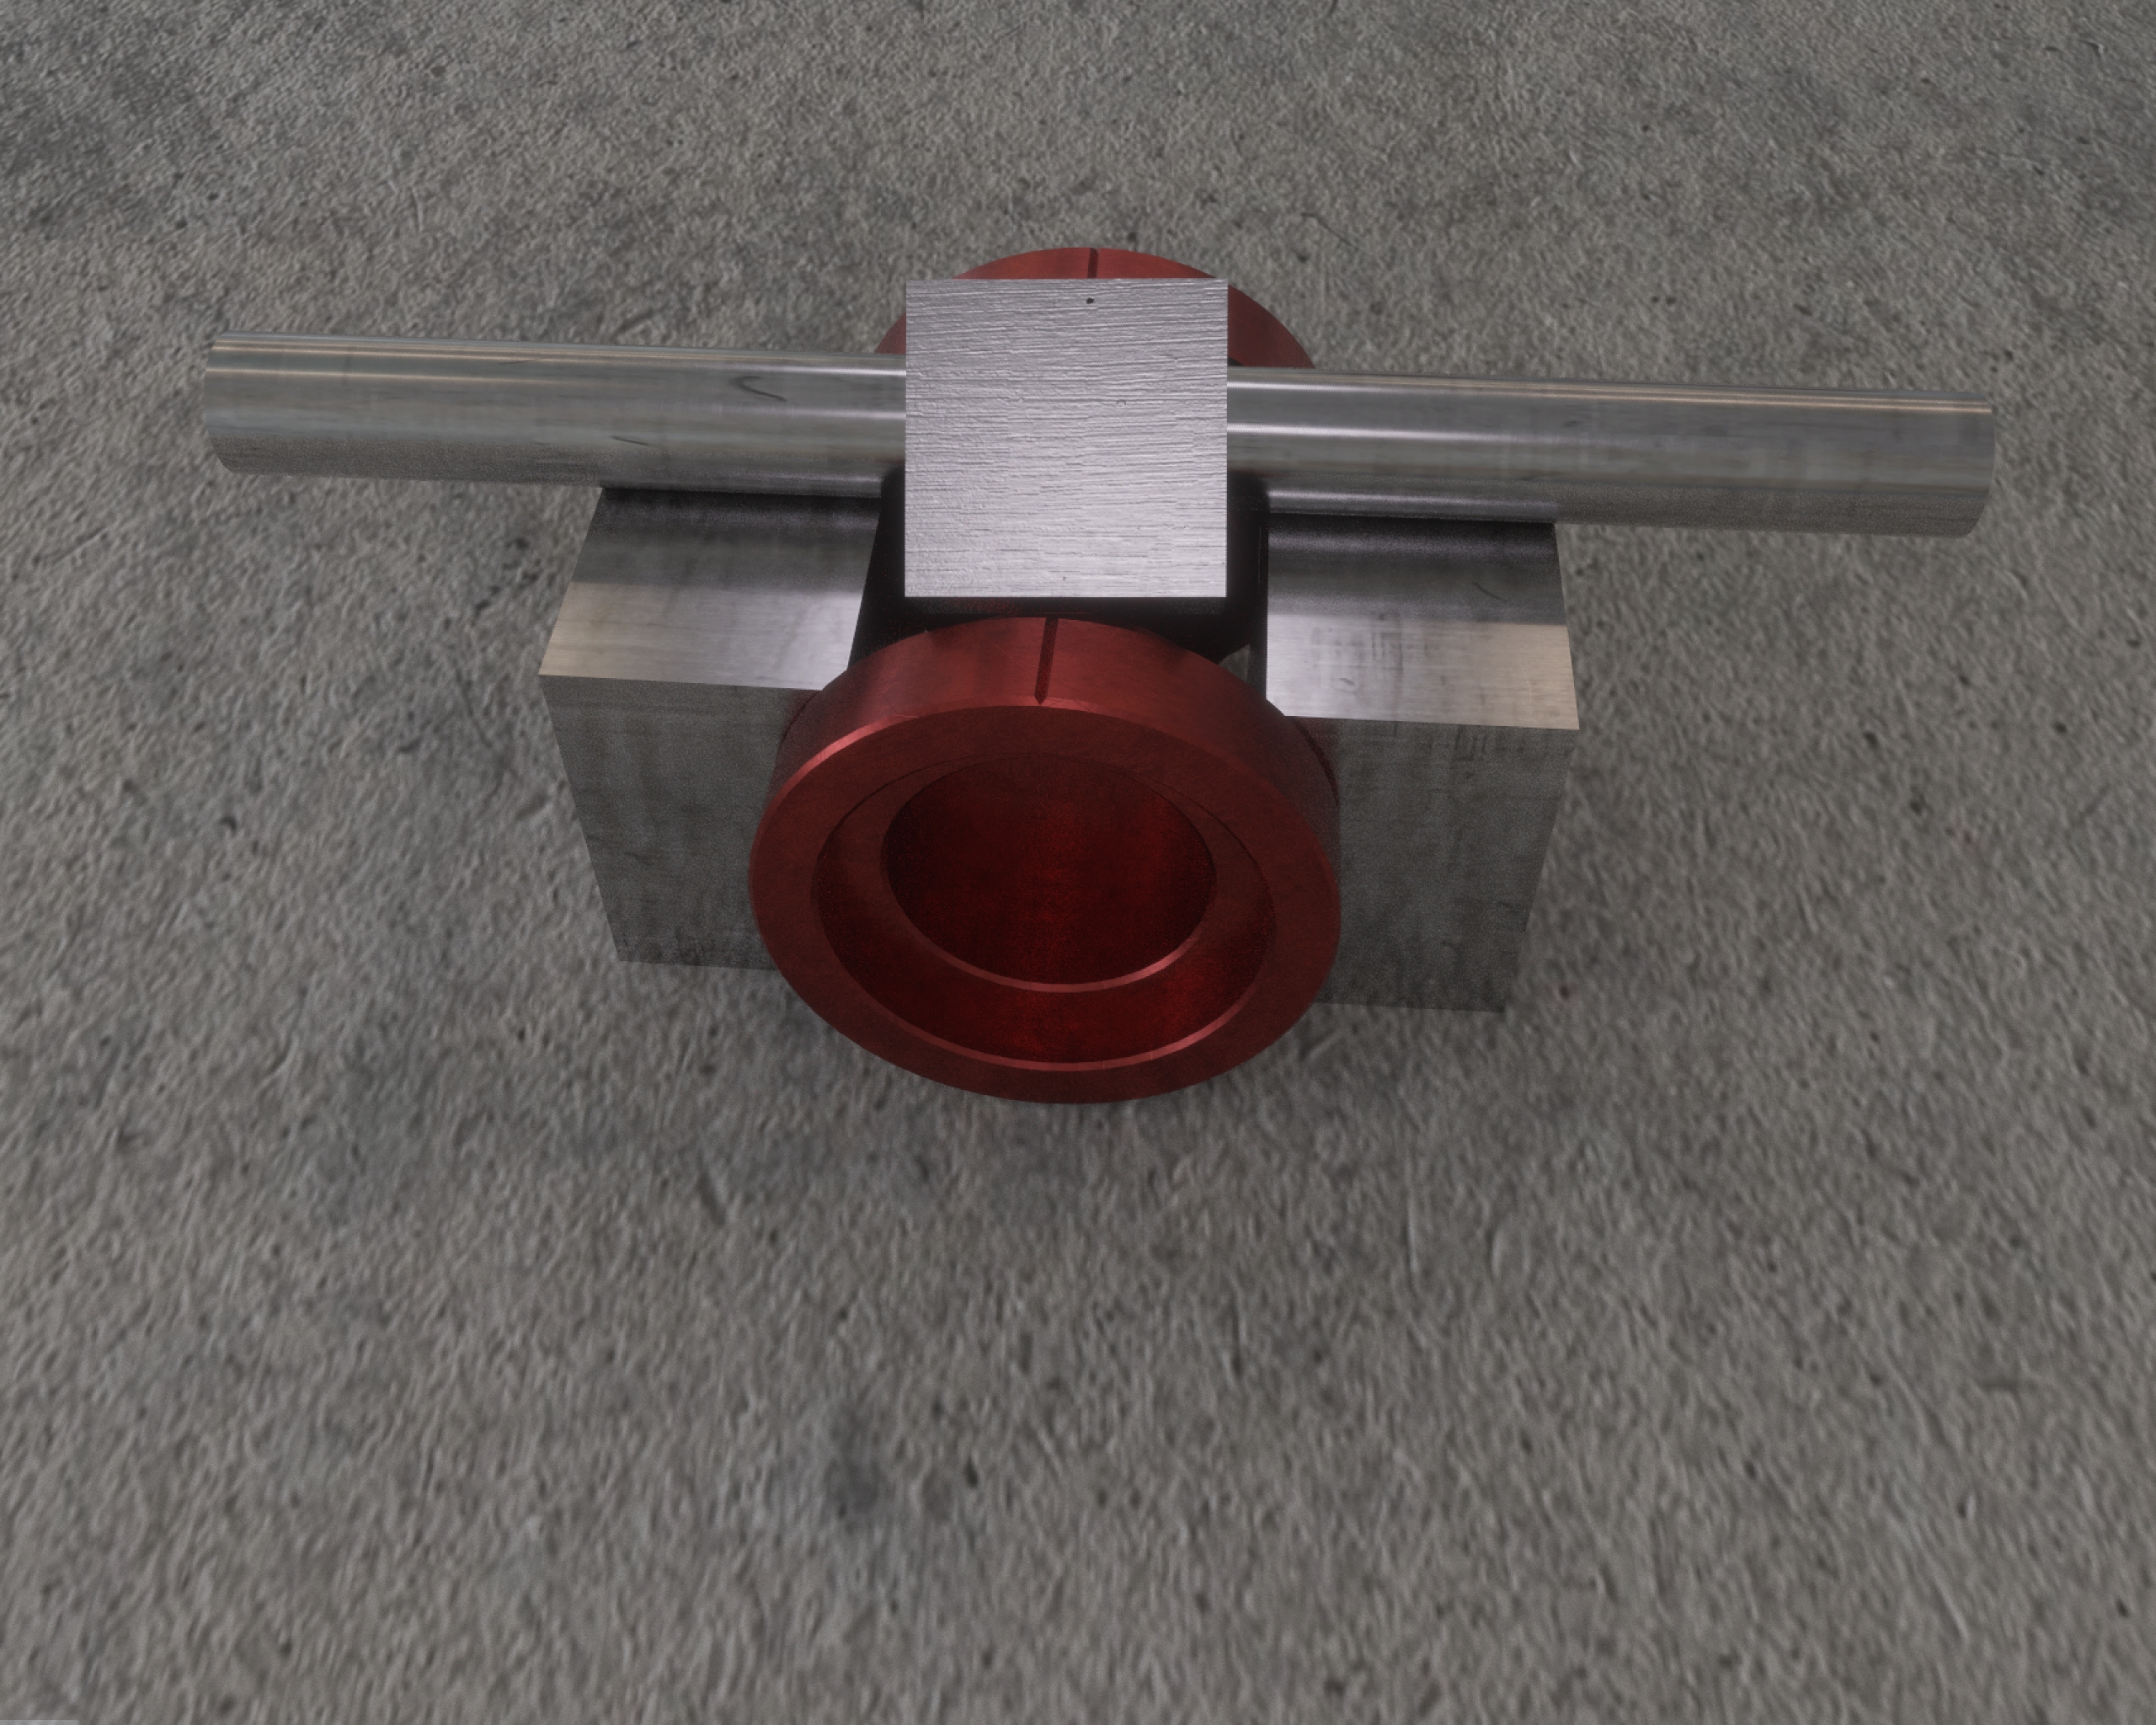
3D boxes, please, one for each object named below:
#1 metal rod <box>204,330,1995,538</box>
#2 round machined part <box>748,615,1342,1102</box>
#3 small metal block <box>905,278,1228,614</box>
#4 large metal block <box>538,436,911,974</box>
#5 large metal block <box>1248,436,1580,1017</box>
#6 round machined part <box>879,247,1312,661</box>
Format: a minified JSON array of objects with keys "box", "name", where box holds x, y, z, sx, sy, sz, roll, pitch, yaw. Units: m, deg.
[{"box":[0.002,-0.075,0.364,0.302,0.025,0.025,2,50,2],"name":"metal rod"},{"box":[-0.004,-0.005,0.361,0.099,0.097,0.042,4,45,3],"name":"round machined part"},{"box":[-0.001,-0.067,0.339,0.050,0.025,0.050,0,90,2],"name":"small metal block"},{"box":[-0.060,-0.035,0.398,0.050,0.080,0.080,3,50,3],"name":"large metal block"},{"box":[0.058,-0.028,0.393,0.050,0.080,0.080,3,50,2],"name":"large metal block"},{"box":[0.002,-0.069,0.415,0.099,0.097,0.042,3,51,2],"name":"round machined part"}]
